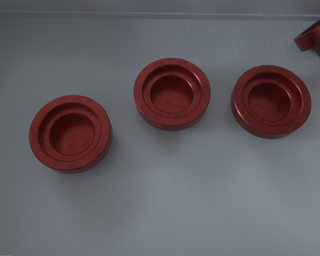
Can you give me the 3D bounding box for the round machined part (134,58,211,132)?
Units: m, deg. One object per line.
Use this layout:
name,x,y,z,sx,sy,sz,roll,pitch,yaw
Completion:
round machined part,0.016,-0.041,0.416,0.099,0.042,0.098,0,70,0

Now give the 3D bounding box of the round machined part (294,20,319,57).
round machined part,0.241,-0.134,0.424,0.098,0.098,0.042,-36,93,-12

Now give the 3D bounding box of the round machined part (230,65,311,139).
round machined part,0.143,-0.031,0.413,0.099,0.042,0.098,0,70,0

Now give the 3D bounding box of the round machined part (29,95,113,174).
round machined part,-0.109,0.011,0.396,0.099,0.042,0.098,0,70,0
